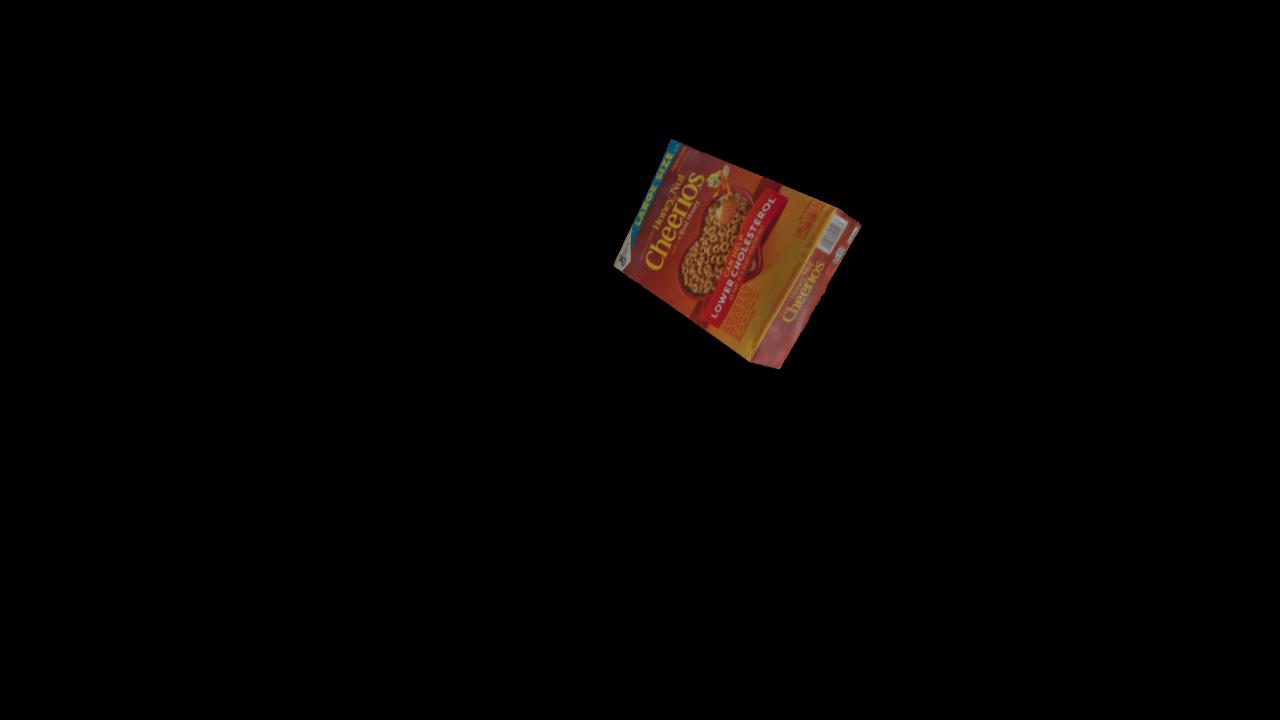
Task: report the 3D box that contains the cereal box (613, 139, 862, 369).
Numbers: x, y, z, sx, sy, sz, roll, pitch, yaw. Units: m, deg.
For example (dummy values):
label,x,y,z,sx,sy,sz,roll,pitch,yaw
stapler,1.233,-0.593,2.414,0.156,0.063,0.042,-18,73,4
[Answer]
label,x,y,z,sx,sy,sz,roll,pitch,yaw
cereal box,0.108,-0.150,0.818,0.081,0.203,0.306,11,22,-45
